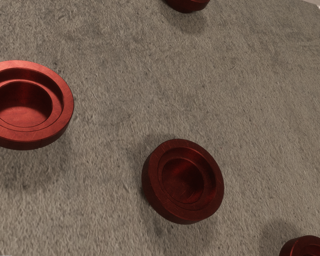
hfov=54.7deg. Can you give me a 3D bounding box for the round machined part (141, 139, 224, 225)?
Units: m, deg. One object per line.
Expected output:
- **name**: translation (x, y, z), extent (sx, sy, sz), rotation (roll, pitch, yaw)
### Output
- **round machined part**: translation (0.023, 0.065, 0.367), extent (0.099, 0.042, 0.098), rotation (14, 56, -21)

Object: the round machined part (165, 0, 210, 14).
- **round machined part**: translation (0.044, -0.252, 0.573), extent (0.099, 0.042, 0.098), rotation (14, 56, -21)

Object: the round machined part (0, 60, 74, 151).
- **round machined part**: translation (-0.145, -0.020, 0.328), extent (0.099, 0.042, 0.098), rotation (14, 56, -21)

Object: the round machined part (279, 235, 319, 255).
- **round machined part**: translation (0.183, 0.186, 0.380), extent (0.099, 0.042, 0.098), rotation (14, 56, -21)
